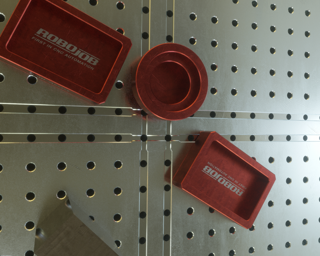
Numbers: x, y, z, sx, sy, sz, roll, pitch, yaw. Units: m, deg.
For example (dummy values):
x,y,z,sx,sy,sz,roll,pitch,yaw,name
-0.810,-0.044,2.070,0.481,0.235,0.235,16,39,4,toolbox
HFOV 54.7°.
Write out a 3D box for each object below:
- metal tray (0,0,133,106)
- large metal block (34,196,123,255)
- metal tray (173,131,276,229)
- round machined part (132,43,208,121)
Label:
x,y,z,sx,sy,sz,roll,pitch,yaw,name
-0.110,-0.094,0.368,0.131,0.030,0.090,26,81,-18,metal tray
-0.092,0.131,0.350,0.050,0.080,0.080,-45,104,-14,large metal block
0.095,0.074,0.444,0.130,0.030,0.090,35,79,-17,metal tray
0.010,-0.058,0.407,0.099,0.042,0.097,0,90,-20,round machined part
